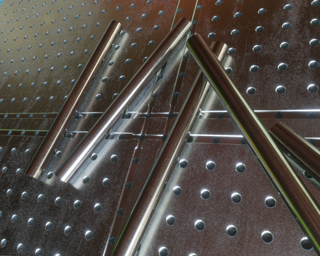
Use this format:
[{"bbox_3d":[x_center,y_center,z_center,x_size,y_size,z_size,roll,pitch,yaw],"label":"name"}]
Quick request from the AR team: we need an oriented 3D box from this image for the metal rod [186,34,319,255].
[{"bbox_3d":[0.099,0.000,0.337,0.025,0.025,0.299,-30,58,9],"label":"metal rod"}]

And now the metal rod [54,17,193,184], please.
[{"bbox_3d":[-0.048,-0.047,0.460,0.025,0.025,0.300,30,78,37],"label":"metal rod"}]

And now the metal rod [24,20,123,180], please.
[{"bbox_3d":[-0.135,-0.057,0.511,0.025,0.025,0.300,10,66,32],"label":"metal rod"}]

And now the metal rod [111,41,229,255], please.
[{"bbox_3d":[0.021,0.015,0.386,0.025,0.025,0.300,14,69,33],"label":"metal rod"}]

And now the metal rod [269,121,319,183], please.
[{"bbox_3d":[0.203,0.092,0.245,0.025,0.025,0.300,-41,51,0],"label":"metal rod"}]
